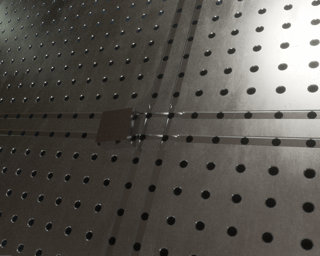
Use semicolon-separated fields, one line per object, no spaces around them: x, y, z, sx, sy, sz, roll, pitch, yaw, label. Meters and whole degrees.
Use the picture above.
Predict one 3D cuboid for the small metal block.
-0.058;0.002;0.436;0.050;0.025;0.050;-6;59;24;small metal block
